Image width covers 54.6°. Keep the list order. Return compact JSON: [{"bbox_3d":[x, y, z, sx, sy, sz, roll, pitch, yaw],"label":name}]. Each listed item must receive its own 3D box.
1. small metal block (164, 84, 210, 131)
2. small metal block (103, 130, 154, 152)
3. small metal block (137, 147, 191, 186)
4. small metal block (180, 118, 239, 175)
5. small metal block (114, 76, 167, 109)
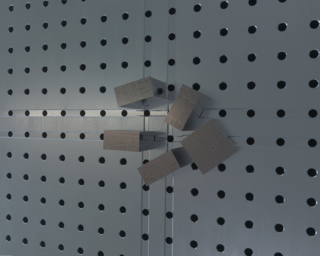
[{"bbox_3d":[0.035,-0.024,0.387,0.025,0.050,0.050,30,100,17],"label":"small metal block"},{"bbox_3d":[-0.040,0.016,0.414,0.050,0.050,0.025,2,91,20],"label":"small metal block"},{"bbox_3d":[0.007,0.048,0.397,0.050,0.050,0.025,-31,80,17],"label":"small metal block"},{"bbox_3d":[0.063,0.023,0.391,0.050,0.025,0.050,-38,78,16],"label":"small metal block"},{"bbox_3d":[-0.025,-0.045,0.408,0.050,0.050,0.025,-15,85,19],"label":"small metal block"}]
